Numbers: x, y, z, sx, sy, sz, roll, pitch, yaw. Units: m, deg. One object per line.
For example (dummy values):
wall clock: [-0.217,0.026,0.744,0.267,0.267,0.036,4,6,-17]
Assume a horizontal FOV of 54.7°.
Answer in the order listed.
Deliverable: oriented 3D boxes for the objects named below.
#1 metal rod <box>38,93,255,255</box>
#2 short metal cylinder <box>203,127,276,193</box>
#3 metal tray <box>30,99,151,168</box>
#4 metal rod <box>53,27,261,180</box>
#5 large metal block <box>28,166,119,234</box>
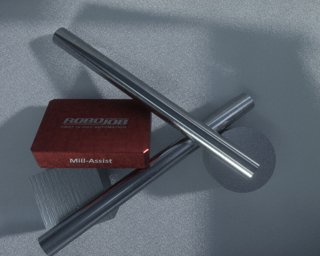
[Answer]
metal rod: [-0.005,0.047,0.373,0.301,0.025,0.025,-34,90,-14]
short metal cylinder: [0.099,0.038,0.398,0.081,0.050,0.079,0,90,-1]
metal tray: [-0.077,0.005,0.379,0.131,0.030,0.090,0,46,1]
metal rod: [-0.013,-0.037,0.380,0.300,0.025,0.025,36,90,12]
large metal block: [-0.106,0.083,0.393,0.080,0.050,0.080,-19,90,-1]
